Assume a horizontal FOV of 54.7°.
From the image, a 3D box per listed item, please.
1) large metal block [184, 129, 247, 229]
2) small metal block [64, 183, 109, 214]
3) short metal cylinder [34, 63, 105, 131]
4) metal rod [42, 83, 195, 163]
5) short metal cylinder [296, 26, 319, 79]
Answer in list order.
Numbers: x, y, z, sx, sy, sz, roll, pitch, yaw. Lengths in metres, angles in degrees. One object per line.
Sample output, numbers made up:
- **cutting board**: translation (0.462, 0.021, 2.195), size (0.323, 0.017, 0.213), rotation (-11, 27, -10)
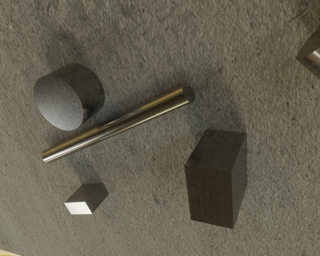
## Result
- **large metal block**: translation (0.071, 0.057, 0.369), size (0.050, 0.080, 0.079), rotation (5, 121, 25)
- **small metal block**: translation (-0.125, 0.120, 0.528), size (0.050, 0.050, 0.025), rotation (-11, 113, 32)
- **short metal cylinder**: translation (-0.124, -0.043, 0.427), size (0.080, 0.050, 0.079), rotation (13, 124, 20)
- **metal rod**: translation (-0.080, 0.004, 0.449), size (0.299, 0.025, 0.025), rotation (-22, 107, 35)
- **short metal cylinder**: translation (0.158, -0.069, 0.245), size (0.050, 0.080, 0.080), rotation (41, 129, 0)
